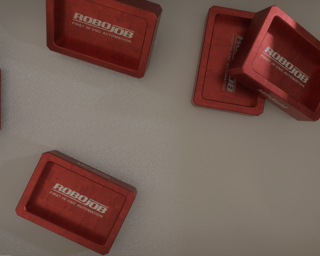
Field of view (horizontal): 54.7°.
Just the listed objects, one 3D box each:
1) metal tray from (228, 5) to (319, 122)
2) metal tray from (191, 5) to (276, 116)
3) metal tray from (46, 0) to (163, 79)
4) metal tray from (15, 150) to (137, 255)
[{"bbox_3d":[0.158,-0.075,0.384,0.131,0.030,0.090,28,84,-20],"label":"metal tray"},{"bbox_3d":[0.097,-0.086,0.409,0.091,0.030,0.129,10,90,0],"label":"metal tray"},{"bbox_3d":[-0.071,-0.122,0.381,0.131,0.030,0.089,18,132,0],"label":"metal tray"},{"bbox_3d":[-0.107,0.096,0.407,0.131,0.030,0.090,26,90,0],"label":"metal tray"}]
